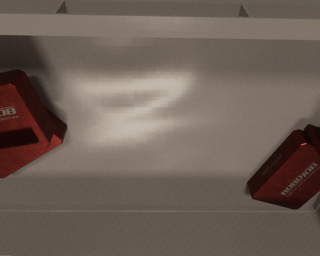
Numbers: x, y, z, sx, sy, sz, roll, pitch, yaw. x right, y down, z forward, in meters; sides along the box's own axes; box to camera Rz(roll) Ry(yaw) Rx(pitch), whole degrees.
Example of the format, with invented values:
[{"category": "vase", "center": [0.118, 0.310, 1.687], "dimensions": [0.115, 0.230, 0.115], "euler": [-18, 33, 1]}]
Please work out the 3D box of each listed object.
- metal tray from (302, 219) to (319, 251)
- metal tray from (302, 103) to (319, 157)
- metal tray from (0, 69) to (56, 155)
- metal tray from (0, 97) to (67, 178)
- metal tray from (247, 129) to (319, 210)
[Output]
[{"category": "metal tray", "center": [0.347, 0.188, 0.574], "dimensions": [0.090, 0.030, 0.130], "euler": [36, 121, -27]}, {"category": "metal tray", "center": [0.238, -0.019, 0.370], "dimensions": [0.030, 0.090, 0.129], "euler": [16, 129, -14]}, {"category": "metal tray", "center": [-0.200, -0.011, 0.353], "dimensions": [0.131, 0.030, 0.090], "euler": [-9, 129, 7]}, {"category": "metal tray", "center": [-0.202, 0.010, 0.411], "dimensions": [0.130, 0.030, 0.090], "euler": [-29, 125, 22]}, {"category": "metal tray", "center": [0.206, 0.067, 0.467], "dimensions": [0.091, 0.030, 0.129], "euler": [17, 128, -14]}]
